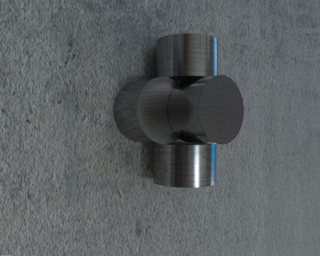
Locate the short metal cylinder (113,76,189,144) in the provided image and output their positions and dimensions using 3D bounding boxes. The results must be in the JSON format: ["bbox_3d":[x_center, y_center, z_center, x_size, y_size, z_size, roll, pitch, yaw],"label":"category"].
[{"bbox_3d":[-0.010,-0.021,0.383,0.081,0.050,0.079,0,90,-40],"label":"short metal cylinder"}]

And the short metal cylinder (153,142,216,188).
[{"bbox_3d":[0.032,0.044,0.400,0.081,0.080,0.050,0,90,-40],"label":"short metal cylinder"}]

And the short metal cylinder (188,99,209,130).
[{"bbox_3d":[0.052,-0.022,0.435,0.081,0.050,0.079,0,90,-40],"label":"short metal cylinder"}]

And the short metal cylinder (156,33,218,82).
[{"bbox_3d":[0.035,-0.086,0.402,0.081,0.080,0.050,0,91,-40],"label":"short metal cylinder"}]

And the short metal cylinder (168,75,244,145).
[{"bbox_3d":[0.056,-0.021,0.373,0.081,0.050,0.079,0,90,-40],"label":"short metal cylinder"}]
